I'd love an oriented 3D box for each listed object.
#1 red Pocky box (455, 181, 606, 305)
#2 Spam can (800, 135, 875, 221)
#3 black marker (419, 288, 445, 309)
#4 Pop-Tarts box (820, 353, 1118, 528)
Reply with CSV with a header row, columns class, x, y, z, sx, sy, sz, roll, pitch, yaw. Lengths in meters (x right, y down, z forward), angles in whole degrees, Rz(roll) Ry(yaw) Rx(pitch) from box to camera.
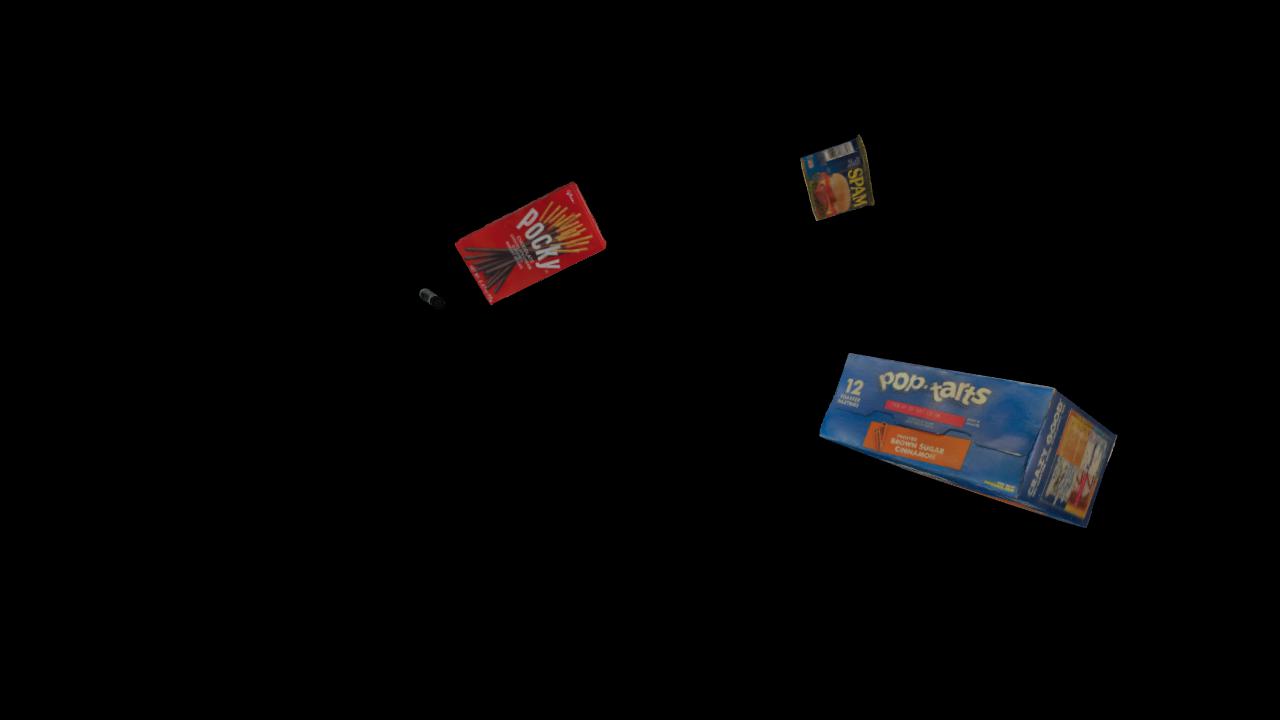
class,x,y,z,sx,sy,sz,roll,pitch,yaw
red Pocky box,-0.125,-0.133,0.704,0.155,0.083,0.028,-25,20,8
Spam can,0.281,-0.256,0.879,0.085,0.058,0.101,-14,-40,18
black marker,-0.319,-0.094,0.941,0.020,0.020,0.121,0,12,-28
Pop-Tarts box,0.267,0.063,0.512,0.141,0.083,0.167,22,-5,-36
